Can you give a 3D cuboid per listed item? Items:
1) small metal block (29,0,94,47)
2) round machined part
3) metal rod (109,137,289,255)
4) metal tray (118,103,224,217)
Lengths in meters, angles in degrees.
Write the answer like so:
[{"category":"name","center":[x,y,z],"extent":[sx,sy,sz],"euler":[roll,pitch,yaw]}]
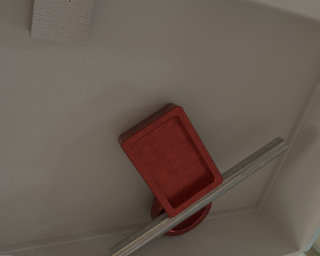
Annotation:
[{"category":"small metal block","center":[-0.093,-0.109,0.291],"extent":[0.050,0.025,0.050],"euler":[2,117,-30]},{"category":"round machined part","center":[0.030,0.120,0.490],"extent":[0.099,0.042,0.097],"euler":[-14,125,-21]},{"category":"metal rod","center":[0.064,0.100,0.453],"extent":[0.301,0.025,0.025],"euler":[-31,129,-11]},{"category":"metal tray","center":[0.016,0.043,0.414],"extent":[0.090,0.030,0.130],"euler":[-34,109,-6]}]
